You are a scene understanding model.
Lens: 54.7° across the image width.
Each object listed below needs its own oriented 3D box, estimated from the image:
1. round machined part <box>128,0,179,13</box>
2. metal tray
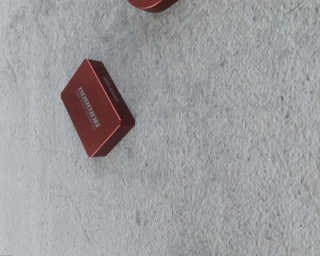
[{"bbox_3d":[0.001,-0.195,0.392,0.098,0.042,0.097,0,90,39],"label":"round machined part"},{"bbox_3d":[-0.101,-0.031,0.482,0.090,0.030,0.130,-45,64,30],"label":"metal tray"}]
